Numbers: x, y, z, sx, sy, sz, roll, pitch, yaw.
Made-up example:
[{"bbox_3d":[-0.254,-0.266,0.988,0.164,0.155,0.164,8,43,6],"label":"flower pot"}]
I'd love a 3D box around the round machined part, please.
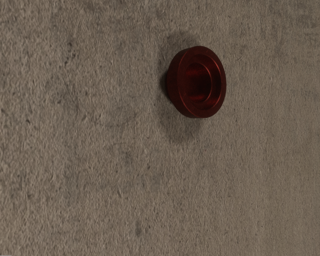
[{"bbox_3d":[0.046,-0.062,0.434,0.099,0.042,0.097,0,90,-40],"label":"round machined part"}]
